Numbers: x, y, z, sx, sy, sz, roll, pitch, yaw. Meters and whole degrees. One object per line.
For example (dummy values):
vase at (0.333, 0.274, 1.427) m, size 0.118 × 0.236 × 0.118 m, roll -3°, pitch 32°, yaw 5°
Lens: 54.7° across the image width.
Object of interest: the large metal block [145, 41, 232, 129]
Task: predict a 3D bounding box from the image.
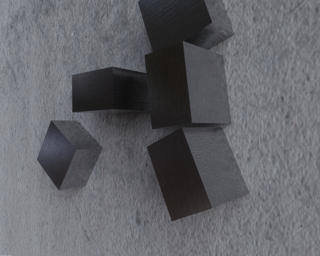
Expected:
large metal block at (0.033, -0.041, 0.341) m, size 0.050 × 0.081 × 0.080 m, roll -10°, pitch 84°, yaw 39°

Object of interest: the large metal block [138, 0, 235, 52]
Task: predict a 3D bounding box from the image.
large metal block at (0.029, -0.130, 0.363) m, size 0.080 × 0.050 × 0.080 m, roll -26°, pitch 74°, yaw 37°

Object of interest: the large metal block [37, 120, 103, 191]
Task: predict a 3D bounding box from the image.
large metal block at (-0.150, 0.043, 0.510) m, size 0.080 × 0.050 × 0.079 m, roll 41°, pitch 115°, yaw 32°

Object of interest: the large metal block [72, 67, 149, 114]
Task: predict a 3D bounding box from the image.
large metal block at (-0.060, -0.046, 0.416) m, size 0.080 × 0.081 × 0.050 m, roll -1°, pitch 90°, yaw 39°

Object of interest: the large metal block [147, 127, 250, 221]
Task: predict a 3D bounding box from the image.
large metal block at (0.042, 0.046, 0.333) m, size 0.050 × 0.081 × 0.080 m, roll -31°, pitch 71°, yaw 35°
